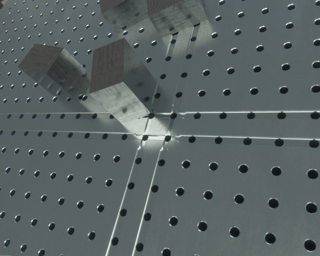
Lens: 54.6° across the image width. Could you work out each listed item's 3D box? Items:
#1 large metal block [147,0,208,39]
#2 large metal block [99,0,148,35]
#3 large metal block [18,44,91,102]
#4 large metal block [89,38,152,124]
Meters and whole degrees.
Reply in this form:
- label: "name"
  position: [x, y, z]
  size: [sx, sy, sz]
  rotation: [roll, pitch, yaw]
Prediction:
- label: "large metal block"
  position: [0.026, -0.205, 0.506]
  size: [0.080, 0.050, 0.080]
  rotation: [-18, 55, 18]
- label: "large metal block"
  position: [-0.063, -0.232, 0.569]
  size: [0.080, 0.050, 0.080]
  rotation: [-25, 53, 13]
- label: "large metal block"
  position: [-0.173, -0.093, 0.523]
  size: [0.080, 0.080, 0.050]
  rotation: [17, 71, 35]
- label: "large metal block"
  position: [-0.053, -0.065, 0.442]
  size: [0.050, 0.080, 0.080]
  rotation: [-16, 55, 19]
